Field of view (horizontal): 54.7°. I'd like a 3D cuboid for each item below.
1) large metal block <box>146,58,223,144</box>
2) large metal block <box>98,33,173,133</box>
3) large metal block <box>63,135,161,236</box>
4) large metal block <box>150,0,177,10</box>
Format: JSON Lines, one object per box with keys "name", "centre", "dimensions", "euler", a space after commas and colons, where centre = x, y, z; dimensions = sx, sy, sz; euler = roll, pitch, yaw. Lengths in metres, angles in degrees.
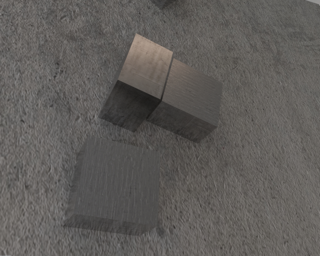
{"name": "large metal block", "centre": [0.036, -0.037, 0.429], "dimensions": [0.080, 0.050, 0.080], "euler": [24, 53, -14]}
{"name": "large metal block", "centre": [-0.031, -0.054, 0.385], "dimensions": [0.050, 0.080, 0.080], "euler": [24, 53, -14]}
{"name": "large metal block", "centre": [-0.048, 0.062, 0.324], "dimensions": [0.081, 0.050, 0.080], "euler": [15, 56, -20]}
{"name": "large metal block", "centre": [0.003, -0.270, 0.554], "dimensions": [0.080, 0.050, 0.080], "euler": [42, 51, 0]}
